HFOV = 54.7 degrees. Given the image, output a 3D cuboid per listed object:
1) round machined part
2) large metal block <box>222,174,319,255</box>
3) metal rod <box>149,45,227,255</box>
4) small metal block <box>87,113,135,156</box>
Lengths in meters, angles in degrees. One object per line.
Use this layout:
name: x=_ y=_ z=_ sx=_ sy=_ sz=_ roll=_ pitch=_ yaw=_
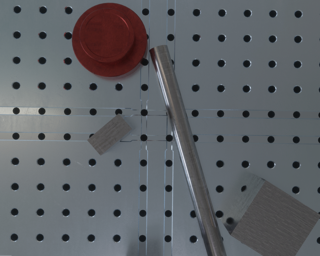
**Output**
round machined part: x=-0.066 y=-0.115 z=0.404 sx=0.099 sy=0.042 sz=0.097 roll=0 pitch=90 yaw=0
large metal block: x=0.141 y=0.118 z=0.402 sx=0.080 sy=0.050 sz=0.080 roll=33 pitch=90 yaw=0
metal rod: x=0.038 y=0.037 z=0.413 sx=0.025 sy=0.025 sz=0.298 roll=-16 pitch=90 yaw=0
small metal block: x=-0.061 y=0.008 z=0.400 sx=0.050 sy=0.050 sz=0.025 roll=-40 pitch=90 yaw=0
